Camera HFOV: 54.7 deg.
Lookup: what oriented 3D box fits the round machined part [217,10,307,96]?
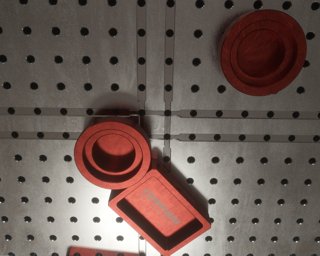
[{"bbox_3d":[0.118,-0.090,0.373,0.099,0.042,0.097,0,110,-1],"label":"round machined part"}]

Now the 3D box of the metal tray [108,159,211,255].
[{"bbox_3d":[0.001,0.119,0.454,0.090,0.030,0.130,-39,106,13],"label":"metal tray"}]

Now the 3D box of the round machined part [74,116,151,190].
[{"bbox_3d":[-0.061,0.030,0.414,0.099,0.042,0.097,0,110,-1],"label":"round machined part"}]
